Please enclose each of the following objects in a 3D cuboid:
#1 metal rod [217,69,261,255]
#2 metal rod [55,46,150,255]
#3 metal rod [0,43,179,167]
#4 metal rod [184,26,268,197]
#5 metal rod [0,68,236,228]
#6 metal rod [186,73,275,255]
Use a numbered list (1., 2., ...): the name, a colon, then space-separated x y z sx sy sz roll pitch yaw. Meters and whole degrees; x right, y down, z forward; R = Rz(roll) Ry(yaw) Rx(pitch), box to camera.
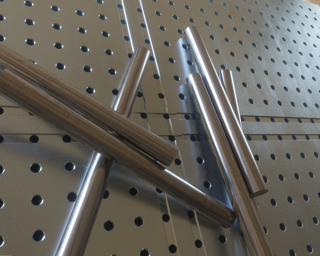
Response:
1. metal rod: 0.113 0.039 0.444 0.025 0.025 0.299 11 57 -22
2. metal rod: -0.056 0.007 0.373 0.025 0.025 0.300 24 53 -14
3. metal rod: -0.114 -0.043 0.350 0.301 0.025 0.025 30 52 0
4. metal rod: 0.089 -0.042 0.463 0.025 0.025 0.299 2 56 -27
5. metal rod: -0.033 0.033 0.340 0.301 0.025 0.025 34 51 -18
6. metal rod: 0.087 0.046 0.406 0.025 0.025 0.299 2 55 -27
